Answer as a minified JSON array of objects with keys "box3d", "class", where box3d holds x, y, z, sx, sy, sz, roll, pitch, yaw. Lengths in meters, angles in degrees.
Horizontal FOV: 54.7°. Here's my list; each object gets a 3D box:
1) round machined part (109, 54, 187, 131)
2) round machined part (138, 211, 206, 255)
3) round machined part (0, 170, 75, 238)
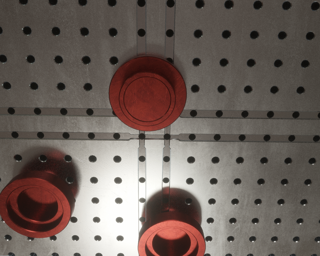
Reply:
[{"box3d":[-0.015,-0.041,0.389,0.099,0.042,0.097,0,110,-1],"class":"round machined part"},{"box3d":[0.017,0.166,0.466,0.099,0.042,0.097,0,110,-1],"class":"round machined part"},{"box3d":[-0.170,0.103,0.440,0.099,0.042,0.097,0,110,-1],"class":"round machined part"}]
